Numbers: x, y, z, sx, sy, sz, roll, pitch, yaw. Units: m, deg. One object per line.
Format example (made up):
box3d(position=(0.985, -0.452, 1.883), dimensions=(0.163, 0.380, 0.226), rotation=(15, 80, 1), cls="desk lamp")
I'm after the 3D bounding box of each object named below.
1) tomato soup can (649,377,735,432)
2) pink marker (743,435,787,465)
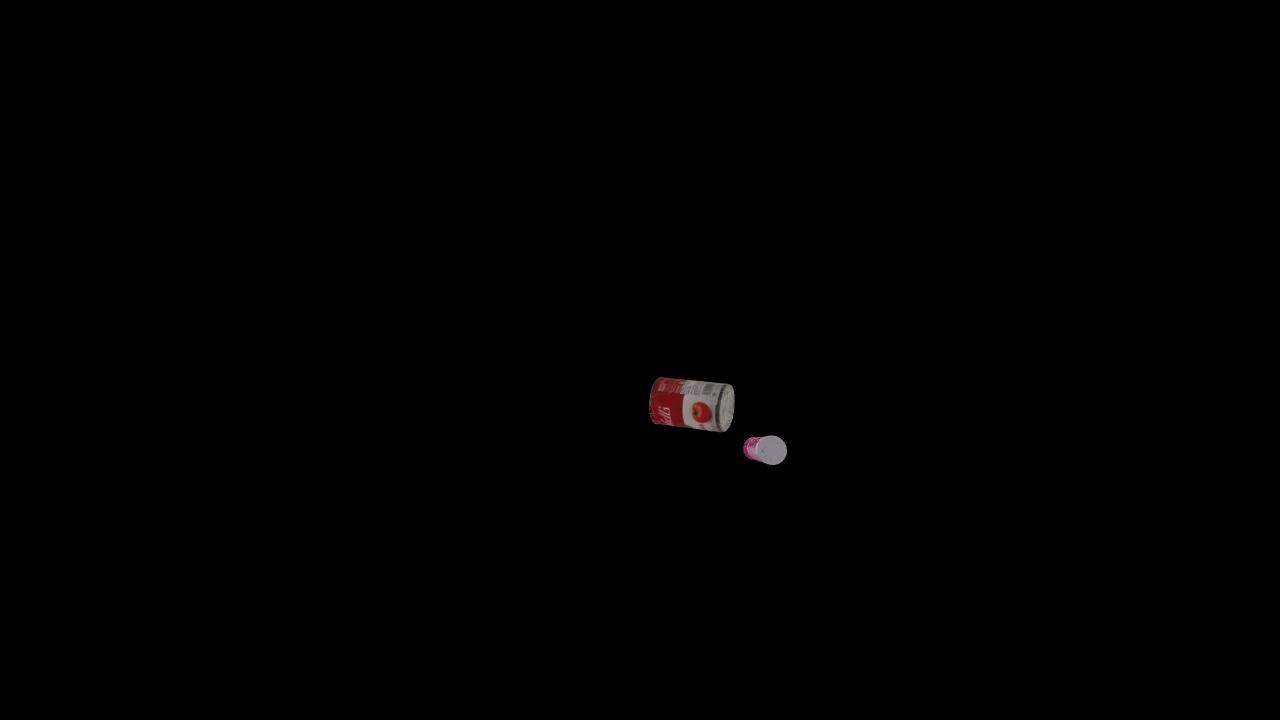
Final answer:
box3d(position=(0.072, 0.060, 0.839), dimensions=(0.101, 0.068, 0.068), rotation=(4, 2, 25), cls="tomato soup can")
box3d(position=(0.089, 0.065, 0.451), dimensions=(0.020, 0.020, 0.121), rotation=(0, -7, 5), cls="pink marker")
